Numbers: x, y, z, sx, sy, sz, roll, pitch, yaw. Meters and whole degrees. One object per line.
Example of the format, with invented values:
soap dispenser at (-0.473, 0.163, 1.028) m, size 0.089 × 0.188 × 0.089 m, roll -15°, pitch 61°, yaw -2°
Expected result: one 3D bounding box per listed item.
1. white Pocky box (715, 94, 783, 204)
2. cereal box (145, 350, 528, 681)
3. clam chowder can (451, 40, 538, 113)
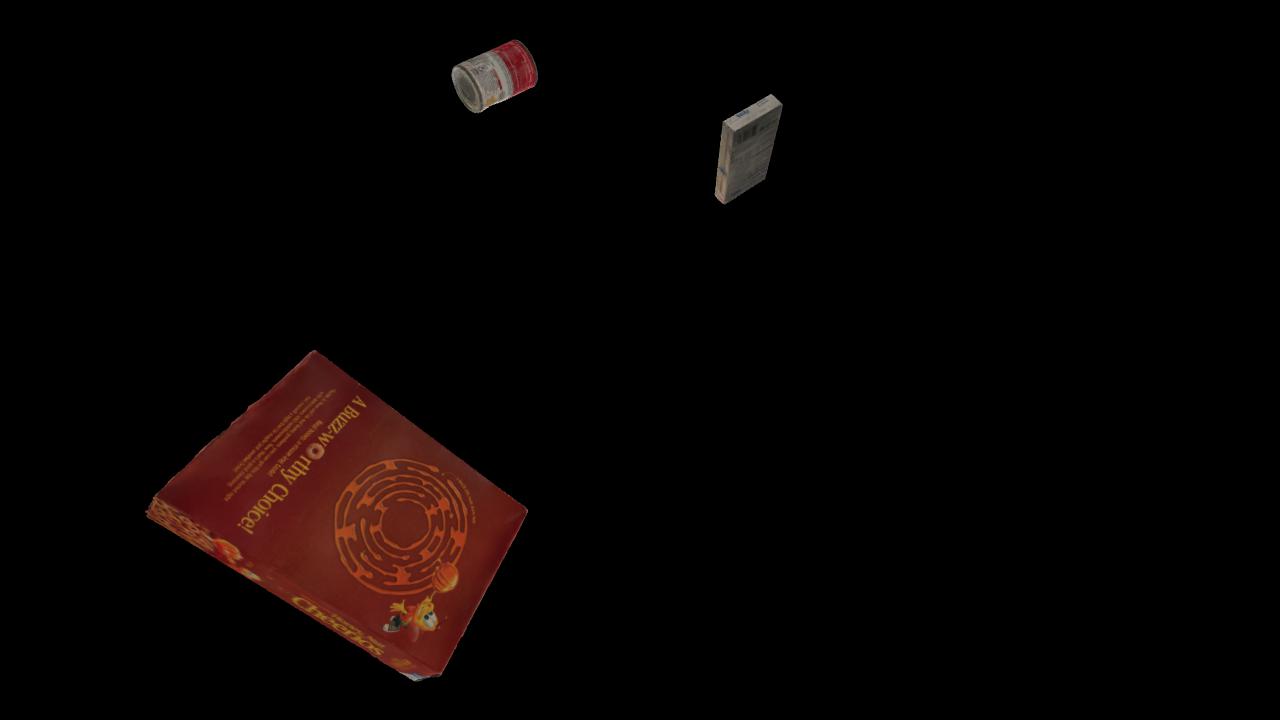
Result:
white Pocky box at (0.151, -0.294, 0.872) m, size 0.084 × 0.028 × 0.154 m, roll -33°, pitch -20°, yaw -11°
cereal box at (-0.288, 0.161, 0.643) m, size 0.081 × 0.306 × 0.203 m, roll -33°, pitch 22°, yaw 40°
clam chowder can at (-0.206, -0.403, 0.875) m, size 0.102 × 0.068 × 0.068 m, roll -39°, pitch 19°, yaw -25°
